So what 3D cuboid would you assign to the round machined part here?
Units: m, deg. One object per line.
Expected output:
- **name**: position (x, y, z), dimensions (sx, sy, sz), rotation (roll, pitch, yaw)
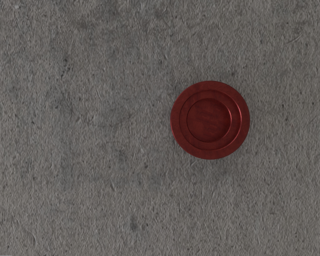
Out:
- **round machined part**: position (0.062, -0.010, 0.402), dimensions (0.099, 0.042, 0.097), rotation (0, 90, 0)
